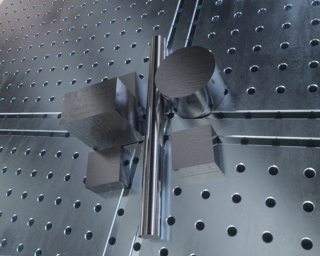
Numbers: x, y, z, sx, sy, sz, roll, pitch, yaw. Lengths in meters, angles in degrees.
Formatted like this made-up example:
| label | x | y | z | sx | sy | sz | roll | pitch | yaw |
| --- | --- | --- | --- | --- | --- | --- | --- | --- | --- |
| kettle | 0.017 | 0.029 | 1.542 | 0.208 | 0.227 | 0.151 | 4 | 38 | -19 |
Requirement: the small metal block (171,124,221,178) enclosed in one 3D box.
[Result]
| label | x | y | z | sx | sy | sz | roll | pitch | yaw |
| --- | --- | --- | --- | --- | --- | --- | --- | --- | --- |
| small metal block | 0.042 | 0.027 | 0.368 | 0.050 | 0.025 | 0.050 | -14 | 56 | 20 |

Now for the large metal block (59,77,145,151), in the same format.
| label | x | y | z | sx | sy | sz | roll | pitch | yaw |
| --- | --- | --- | --- | --- | --- | --- | --- | --- | --- |
| large metal block | -0.073 | -0.015 | 0.417 | 0.080 | 0.080 | 0.050 | -14 | 56 | 20 |

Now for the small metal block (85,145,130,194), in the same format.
| label | x | y | z | sx | sy | sz | roll | pitch | yaw |
| --- | --- | --- | --- | --- | --- | --- | --- | --- | --- |
| small metal block | -0.068 | 0.055 | 0.409 | 0.050 | 0.025 | 0.050 | -14 | 56 | 19 |

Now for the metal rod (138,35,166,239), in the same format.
| label | x | y | z | sx | sy | sz | roll | pitch | yaw |
| --- | --- | --- | --- | --- | --- | --- | --- | --- | --- |
| metal rod | -0.007 | -0.009 | 0.416 | 0.025 | 0.025 | 0.299 | -12 | 57 | 21 |

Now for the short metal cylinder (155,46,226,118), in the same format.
| label | x | y | z | sx | sy | sz | roll | pitch | yaw |
| --- | --- | --- | --- | --- | --- | --- | --- | --- | --- |
| short metal cylinder | 0.040 | -0.060 | 0.406 | 0.080 | 0.050 | 0.080 | -13 | 56 | 20 |

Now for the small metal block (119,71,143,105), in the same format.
| label | x | y | z | sx | sy | sz | roll | pitch | yaw |
| --- | --- | --- | --- | --- | --- | --- | --- | --- | --- |
| small metal block | -0.054 | -0.051 | 0.466 | 0.050 | 0.025 | 0.050 | -16 | 55 | 18 |
